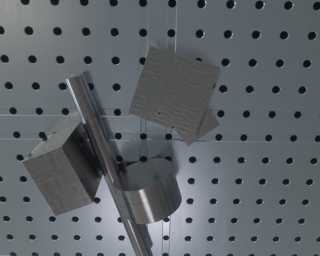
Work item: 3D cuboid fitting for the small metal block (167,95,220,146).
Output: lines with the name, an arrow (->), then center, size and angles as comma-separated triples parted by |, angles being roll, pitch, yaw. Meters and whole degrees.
small metal block -> 0.042, -0.013, 0.409 | 0.050, 0.025, 0.050 | -35, 107, 12

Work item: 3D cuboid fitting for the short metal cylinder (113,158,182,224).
short metal cylinder -> -0.016, 0.082, 0.414 | 0.080, 0.080, 0.050 | -14, 110, 5

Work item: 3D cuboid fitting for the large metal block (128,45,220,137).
large metal block -> 0.019, -0.042, 0.366 | 0.080, 0.050, 0.080 | 20, 97, 10

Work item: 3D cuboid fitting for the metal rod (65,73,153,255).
metal rod -> -0.065, 0.069, 0.438 | 0.025, 0.025, 0.298 | -15, 110, 5

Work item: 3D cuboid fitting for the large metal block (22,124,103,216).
large metal block -> -0.120, 0.051, 0.402 | 0.050, 0.080, 0.080 | -21, 109, 7
